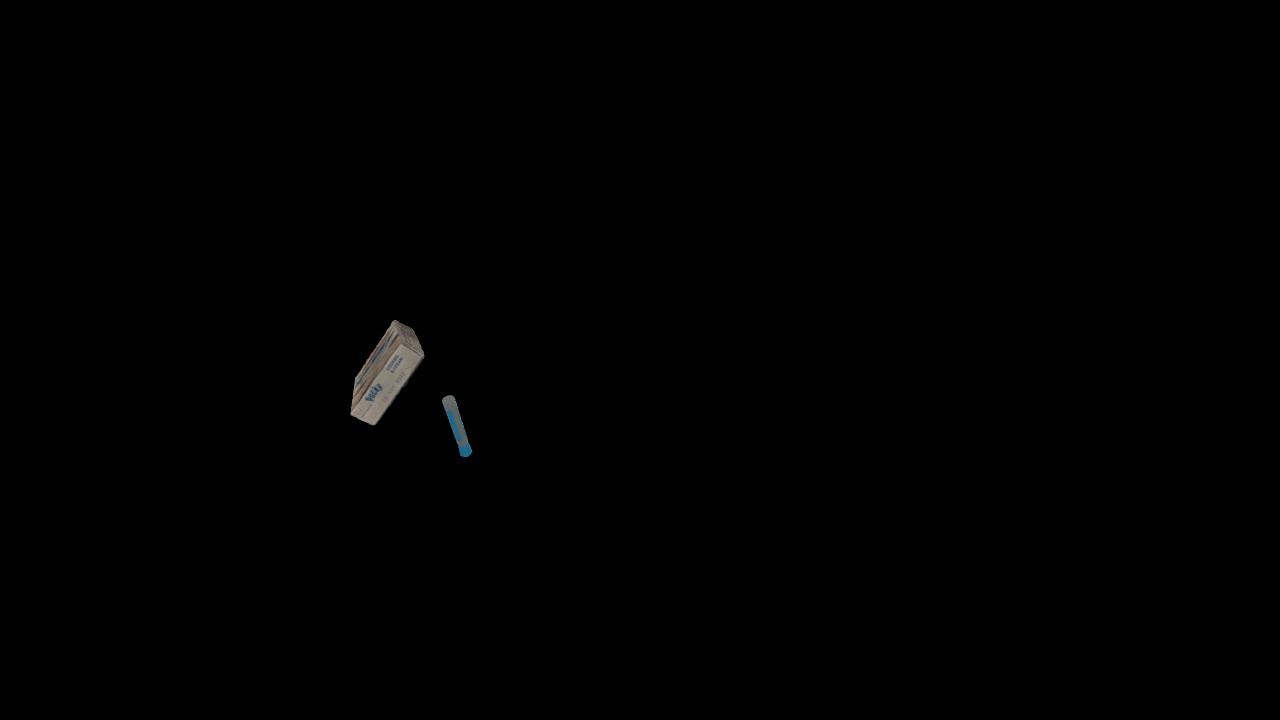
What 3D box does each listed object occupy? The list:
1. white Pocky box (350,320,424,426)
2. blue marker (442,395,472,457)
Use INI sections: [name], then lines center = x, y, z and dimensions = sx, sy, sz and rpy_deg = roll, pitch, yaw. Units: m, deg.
[white Pocky box]
center = -0.262, 0.008, 0.636
dimensions = 0.028, 0.084, 0.154
rpy_deg = 35, -4, -26
[blue marker]
center = -0.276, 0.104, 0.932
dimensions = 0.020, 0.121, 0.020
rpy_deg = -2, 39, 2
